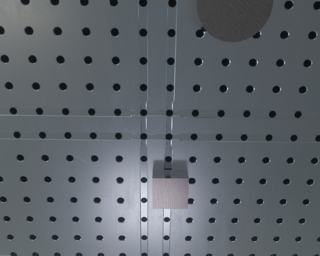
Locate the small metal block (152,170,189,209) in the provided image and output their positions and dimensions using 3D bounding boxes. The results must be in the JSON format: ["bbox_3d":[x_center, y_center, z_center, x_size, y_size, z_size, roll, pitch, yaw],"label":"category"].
[{"bbox_3d":[0.015,0.088,0.446,0.050,0.025,0.050,0,110,-1],"label":"small metal block"}]

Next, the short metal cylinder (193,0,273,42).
[{"bbox_3d":[0.079,-0.140,0.349,0.081,0.050,0.079,0,110,0],"label":"short metal cylinder"}]
